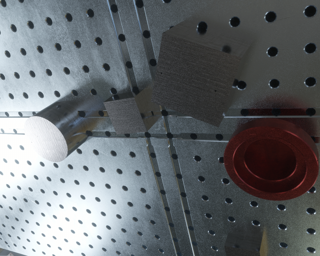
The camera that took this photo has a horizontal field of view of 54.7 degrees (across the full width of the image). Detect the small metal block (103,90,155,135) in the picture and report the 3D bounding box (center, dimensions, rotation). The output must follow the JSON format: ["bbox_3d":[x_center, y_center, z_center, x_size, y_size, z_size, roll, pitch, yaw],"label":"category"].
[{"bbox_3d":[-0.041,-0.021,0.419,0.050,0.025,0.050,-6,116,30],"label":"small metal block"}]

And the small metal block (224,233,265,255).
[{"bbox_3d":[0.127,0.187,0.460,0.050,0.025,0.050,-1,118,28],"label":"small metal block"}]

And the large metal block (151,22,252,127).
[{"bbox_3d":[0.043,-0.059,0.335,0.080,0.050,0.079,22,127,14],"label":"large metal block"}]

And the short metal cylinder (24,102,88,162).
[{"bbox_3d":[-0.160,0.006,0.481,0.080,0.050,0.079,13,124,20],"label":"short metal cylinder"}]

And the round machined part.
[{"bbox_3d":[0.126,0.031,0.353,0.098,0.042,0.097,13,124,20],"label":"round machined part"}]
